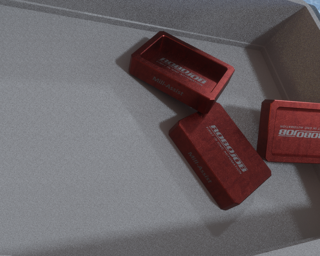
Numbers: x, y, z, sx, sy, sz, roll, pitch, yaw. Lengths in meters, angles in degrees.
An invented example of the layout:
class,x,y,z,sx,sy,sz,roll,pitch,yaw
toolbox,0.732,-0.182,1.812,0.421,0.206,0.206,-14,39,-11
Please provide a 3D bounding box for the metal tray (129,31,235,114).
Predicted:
class,x,y,z,sx,sy,sz,roll,pitch,yaw
metal tray,0.033,-0.085,0.451,0.130,0.030,0.090,30,50,10

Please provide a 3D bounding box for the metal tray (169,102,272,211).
class,x,y,z,sx,sy,sz,roll,pitch,yaw
metal tray,0.084,0.035,0.429,0.091,0.030,0.130,-27,77,-37

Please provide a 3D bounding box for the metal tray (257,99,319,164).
class,x,y,z,sx,sy,sz,roll,pitch,yaw
metal tray,0.217,0.006,0.465,0.131,0.030,0.089,3,96,-8
